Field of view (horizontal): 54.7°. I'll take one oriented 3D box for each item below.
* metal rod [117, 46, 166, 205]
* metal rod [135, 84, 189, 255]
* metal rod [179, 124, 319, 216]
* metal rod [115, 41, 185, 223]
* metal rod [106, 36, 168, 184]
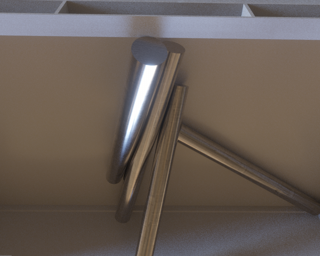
[{"bbox_3d":[-0.030,0.027,0.431,0.025,0.025,0.298,9,130,-8],"label":"metal rod"},{"bbox_3d":[-0.005,0.090,0.405,0.025,0.025,0.298,9,105,-8],"label":"metal rod"},{"bbox_3d":[0.143,0.070,0.469,0.301,0.025,0.025,29,124,-23],"label":"metal rod"},{"bbox_3d":[-0.023,0.030,0.400,0.025,0.025,0.298,11,129,-9],"label":"metal rod"},{"bbox_3d":[-0.039,0.011,0.342,0.025,0.025,0.299,10,153,-9],"label":"metal rod"}]
